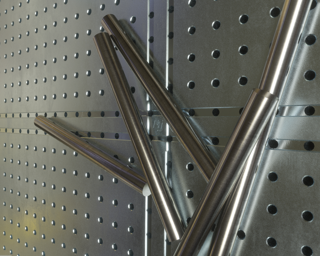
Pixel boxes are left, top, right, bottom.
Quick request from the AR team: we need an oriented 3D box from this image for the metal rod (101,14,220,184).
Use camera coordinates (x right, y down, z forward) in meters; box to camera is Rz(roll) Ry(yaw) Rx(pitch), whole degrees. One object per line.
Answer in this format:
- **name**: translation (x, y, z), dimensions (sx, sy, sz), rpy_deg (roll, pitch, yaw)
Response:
- **metal rod**: translation (-0.004, -0.050, 0.413), dimensions (0.025, 0.025, 0.299), rpy_deg (-48, 62, 29)

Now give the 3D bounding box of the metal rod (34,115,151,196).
- **metal rod**: translation (-0.124, 0.034, 0.513), dimensions (0.300, 0.025, 0.025), rpy_deg (23, 105, 37)

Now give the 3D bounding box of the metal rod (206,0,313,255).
- **metal rod**: translation (0.100, 0.014, 0.327), dimensions (0.025, 0.025, 0.298), rpy_deg (23, 104, 38)

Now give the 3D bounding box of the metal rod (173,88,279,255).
- **metal rod**: translation (0.051, 0.097, 0.344), dimensions (0.025, 0.025, 0.298), rpy_deg (38, 120, 33)

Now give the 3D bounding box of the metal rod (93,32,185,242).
- **metal rod**: translation (-0.031, 0.003, 0.422), dimensions (0.025, 0.025, 0.299), rpy_deg (-31, 75, 36)
